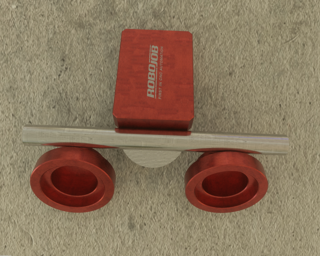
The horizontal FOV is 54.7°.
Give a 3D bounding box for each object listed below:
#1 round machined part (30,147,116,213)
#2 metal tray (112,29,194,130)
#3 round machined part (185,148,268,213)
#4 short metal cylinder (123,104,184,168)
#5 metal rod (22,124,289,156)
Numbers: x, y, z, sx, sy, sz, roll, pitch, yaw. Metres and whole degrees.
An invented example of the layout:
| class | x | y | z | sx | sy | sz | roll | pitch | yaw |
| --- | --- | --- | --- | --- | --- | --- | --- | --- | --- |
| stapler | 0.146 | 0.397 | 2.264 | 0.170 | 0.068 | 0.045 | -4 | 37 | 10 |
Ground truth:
| class | x | y | z | sx | sy | sz | roll | pitch | yaw |
| --- | --- | --- | --- | --- | --- | --- | --- | --- | --- |
| round machined part | -0.104 | 0.059 | 0.385 | 0.099 | 0.042 | 0.097 | -1 | 129 | -1 |
| metal tray | -0.006 | -0.062 | 0.381 | 0.091 | 0.030 | 0.130 | 2 | 64 | -1 |
| round machined part | 0.080 | 0.061 | 0.386 | 0.099 | 0.042 | 0.097 | 0 | 133 | 0 |
| short metal cylinder | -0.009 | 0.008 | 0.399 | 0.081 | 0.050 | 0.079 | 0 | 90 | -1 |
| metal rod | -0.004 | 0.014 | 0.362 | 0.302 | 0.025 | 0.025 | 2 | 90 | -1 |
